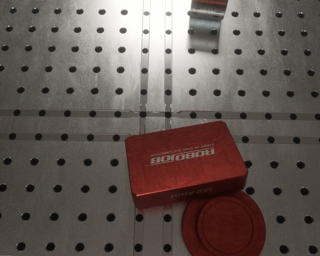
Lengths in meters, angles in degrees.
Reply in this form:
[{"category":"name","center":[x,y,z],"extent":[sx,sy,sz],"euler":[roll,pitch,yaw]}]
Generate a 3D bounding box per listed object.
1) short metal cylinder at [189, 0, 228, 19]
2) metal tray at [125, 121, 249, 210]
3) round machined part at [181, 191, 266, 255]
[{"category":"short metal cylinder","center":[0.075,-0.205,0.458],"extent":[0.050,0.080,0.080],"euler":[8,70,3]},{"category":"metal tray","center":[0.028,0.041,0.375],"extent":[0.131,0.030,0.090],"euler":[-10,45,-4]},{"category":"round machined part","center":[0.075,0.116,0.361],"extent":[0.099,0.042,0.098],"euler":[0,70,-1]}]
